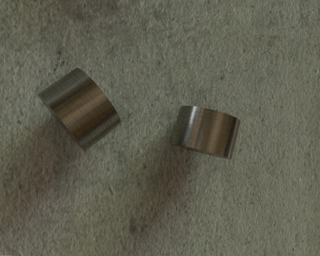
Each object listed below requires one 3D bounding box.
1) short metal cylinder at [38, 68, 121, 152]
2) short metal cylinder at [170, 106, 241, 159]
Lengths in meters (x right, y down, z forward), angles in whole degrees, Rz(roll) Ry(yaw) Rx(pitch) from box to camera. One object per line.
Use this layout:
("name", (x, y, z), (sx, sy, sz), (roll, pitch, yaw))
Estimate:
("short metal cylinder", (-0.089, -0.020, 0.347), (0.050, 0.080, 0.080), (-40, 103, -16))
("short metal cylinder", (0.059, 0.007, 0.403), (0.081, 0.080, 0.050), (17, 85, -20))
